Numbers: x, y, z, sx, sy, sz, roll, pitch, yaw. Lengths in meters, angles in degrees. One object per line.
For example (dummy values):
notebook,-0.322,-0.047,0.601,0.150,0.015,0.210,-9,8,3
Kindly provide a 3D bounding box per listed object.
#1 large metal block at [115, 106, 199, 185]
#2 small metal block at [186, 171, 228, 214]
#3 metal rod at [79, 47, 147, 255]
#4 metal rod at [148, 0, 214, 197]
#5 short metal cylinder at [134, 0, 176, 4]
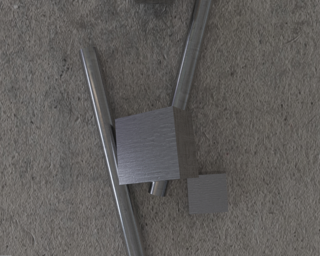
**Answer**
large metal block,-0.004,0.024,0.374,0.080,0.050,0.080,-11,78,28
small metal block,0.061,0.085,0.411,0.050,0.025,0.050,-4,90,0
metal rod,-0.061,0.042,0.409,0.025,0.025,0.298,-13,90,0
metal rod,0.031,-0.058,0.410,0.025,0.025,0.298,14,90,0
short metal cylinder,-0.007,-0.196,0.382,0.050,0.080,0.080,-1,90,0
